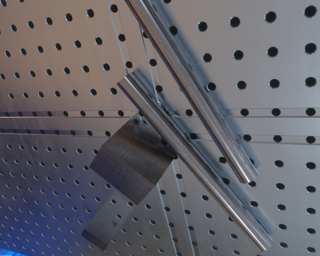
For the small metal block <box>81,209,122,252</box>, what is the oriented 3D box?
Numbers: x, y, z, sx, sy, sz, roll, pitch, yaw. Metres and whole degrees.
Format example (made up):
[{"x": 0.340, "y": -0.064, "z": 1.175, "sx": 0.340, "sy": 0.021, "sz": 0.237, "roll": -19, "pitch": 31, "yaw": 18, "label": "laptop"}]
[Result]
[{"x": -0.105, "y": 0.185, "z": 0.563, "sx": 0.050, "sy": 0.050, "sz": 0.025, "roll": 33, "pitch": 129, "yaw": 6, "label": "small metal block"}]

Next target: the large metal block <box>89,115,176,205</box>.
[{"x": -0.033, "y": 0.041, "z": 0.417, "sx": 0.080, "sy": 0.080, "sz": 0.050, "roll": 38, "pitch": 129, "yaw": 2, "label": "large metal block"}]

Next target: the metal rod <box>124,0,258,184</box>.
[{"x": 0.030, "y": -0.059, "z": 0.357, "sx": 0.025, "sy": 0.025, "sz": 0.299, "roll": -25, "pitch": 105, "yaw": 36, "label": "metal rod"}]

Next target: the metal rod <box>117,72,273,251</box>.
[{"x": 0.051, "y": 0.050, "z": 0.413, "sx": 0.025, "sy": 0.025, "sz": 0.300, "roll": -34, "pitch": 100, "yaw": 38, "label": "metal rod"}]
